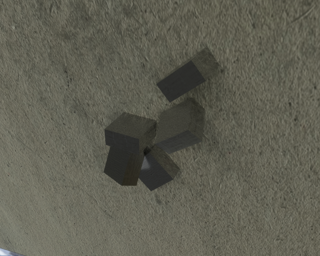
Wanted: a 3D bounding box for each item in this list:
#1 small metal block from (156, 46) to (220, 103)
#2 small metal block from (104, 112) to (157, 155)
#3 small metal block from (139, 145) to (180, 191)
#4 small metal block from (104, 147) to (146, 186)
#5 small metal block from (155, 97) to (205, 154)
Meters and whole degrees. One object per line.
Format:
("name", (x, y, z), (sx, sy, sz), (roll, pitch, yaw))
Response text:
("small metal block", (0.031, -0.059, 0.338), (0.050, 0.050, 0.025), (-29, 102, 37))
("small metal block", (-0.038, 0.006, 0.415), (0.050, 0.050, 0.025), (15, 124, 20))
("small metal block", (-0.008, 0.057, 0.447), (0.050, 0.025, 0.050), (49, 129, -7))
("small metal block", (-0.051, 0.049, 0.438), (0.050, 0.025, 0.050), (22, 99, 48))
("small metal block", (0.025, -0.002, 0.373), (0.050, 0.050, 0.025), (-25, 130, 37))
